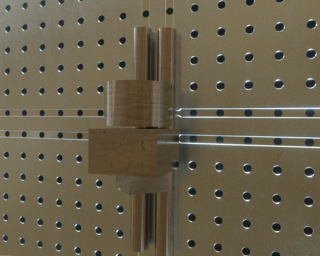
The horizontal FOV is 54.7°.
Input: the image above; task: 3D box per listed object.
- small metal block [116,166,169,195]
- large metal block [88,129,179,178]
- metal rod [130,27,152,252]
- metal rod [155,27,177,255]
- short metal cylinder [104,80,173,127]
[{"bbox_3d":[-0.022,0.063,0.382,0.050,0.050,0.025,1,91,-25],"label":"small metal block"},{"bbox_3d":[-0.027,0.026,0.366,0.080,0.080,0.050,1,90,19],"label":"large metal block"},{"bbox_3d":[-0.026,0.015,0.422,0.025,0.025,0.298,1,90,19],"label":"metal rod"},{"bbox_3d":[0.007,0.020,0.410,0.025,0.025,0.298,1,90,19],"label":"metal rod"},{"bbox_3d":[-0.025,-0.027,0.369,0.080,0.080,0.050,1,91,19],"label":"short metal cylinder"}]
